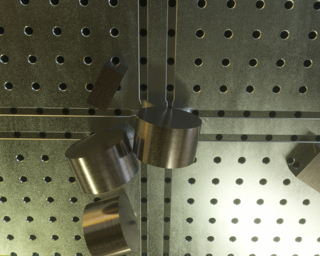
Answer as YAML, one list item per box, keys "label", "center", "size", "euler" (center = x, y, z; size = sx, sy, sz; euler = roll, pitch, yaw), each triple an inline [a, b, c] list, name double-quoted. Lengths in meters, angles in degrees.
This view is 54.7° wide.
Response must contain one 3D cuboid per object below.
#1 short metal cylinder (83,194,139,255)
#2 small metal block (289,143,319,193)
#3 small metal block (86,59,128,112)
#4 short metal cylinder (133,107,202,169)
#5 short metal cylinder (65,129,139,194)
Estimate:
- label: "short metal cylinder"
  center: [-0.067, 0.139, 0.435]
  size: [0.050, 0.080, 0.080]
  euler: [-17, 109, 6]
- label: "small metal block"
  center: [0.222, 0.057, 0.437]
  size: [0.050, 0.025, 0.050]
  euler: [33, 107, -12]
- label: "small metal block"
  center: [-0.064, -0.053, 0.380]
  size: [0.025, 0.050, 0.050]
  euler: [27, 108, -10]
- label: "short metal cylinder"
  center: [0.008, 0.009, 0.388]
  size: [0.081, 0.080, 0.050]
  euler: [7, 110, -3]
- label: "short metal cylinder"
  center: [-0.074, 0.041, 0.398]
  size: [0.080, 0.080, 0.050]
  euler: [-15, 110, 5]
